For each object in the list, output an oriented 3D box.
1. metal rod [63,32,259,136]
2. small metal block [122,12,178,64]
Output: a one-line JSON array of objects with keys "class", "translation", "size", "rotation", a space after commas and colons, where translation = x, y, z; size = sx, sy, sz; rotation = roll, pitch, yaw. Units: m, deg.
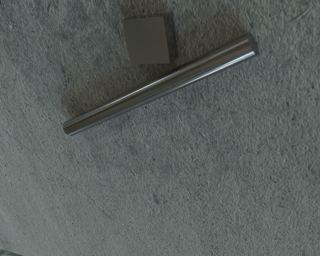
[{"class": "metal rod", "translation": [-0.023, -0.041, 0.391], "size": [0.300, 0.025, 0.025], "rotation": [-20, 108, 35]}, {"class": "small metal block", "translation": [-0.010, -0.100, 0.349], "size": [0.050, 0.025, 0.050], "rotation": [4, 121, 25]}]
